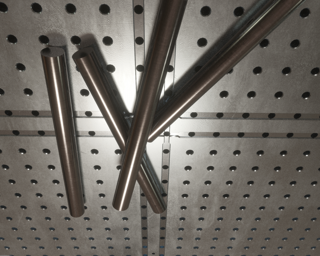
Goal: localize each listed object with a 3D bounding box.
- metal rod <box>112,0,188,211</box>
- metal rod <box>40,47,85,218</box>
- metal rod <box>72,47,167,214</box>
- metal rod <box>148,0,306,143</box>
[{"bbox_3d":[-0.022,-0.008,0.381,0.025,0.025,0.298,11,122,-10],"label":"metal rod"},{"bbox_3d":[-0.130,0.030,0.434,0.025,0.025,0.298,3,130,-3],"label":"metal rod"},{"bbox_3d":[-0.043,0.026,0.433,0.025,0.025,0.299,-13,129,10],"label":"metal rod"},{"bbox_3d":[0.076,-0.079,0.345,0.025,0.025,0.299,32,123,-24],"label":"metal rod"}]
